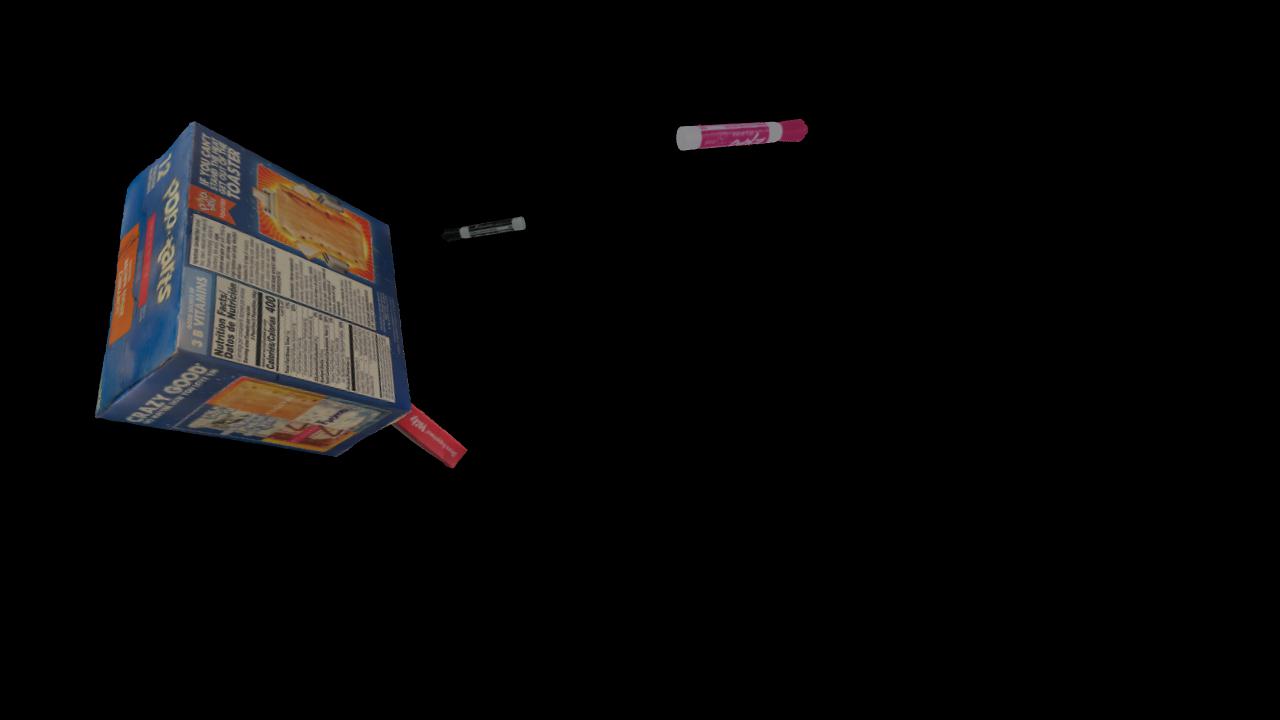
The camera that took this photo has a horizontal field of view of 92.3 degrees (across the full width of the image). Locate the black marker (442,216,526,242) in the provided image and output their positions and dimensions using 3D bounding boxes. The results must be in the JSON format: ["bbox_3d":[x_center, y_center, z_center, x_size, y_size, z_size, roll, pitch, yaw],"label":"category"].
[{"bbox_3d":[-0.225,-0.187,0.883,0.121,0.020,0.020,-8,-1,4],"label":"black marker"}]

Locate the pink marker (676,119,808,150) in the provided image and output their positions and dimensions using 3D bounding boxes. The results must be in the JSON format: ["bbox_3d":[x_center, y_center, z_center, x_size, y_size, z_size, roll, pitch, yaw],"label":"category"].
[{"bbox_3d":[0.089,-0.192,0.524,0.121,0.020,0.020,-11,3,-18],"label":"pink marker"}]

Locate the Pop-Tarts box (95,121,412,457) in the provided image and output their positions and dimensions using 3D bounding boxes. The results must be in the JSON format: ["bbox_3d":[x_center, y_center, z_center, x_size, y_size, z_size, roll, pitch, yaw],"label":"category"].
[{"bbox_3d":[-0.238,-0.037,0.396,0.083,0.167,0.141,-30,-29,20],"label":"Pop-Tarts box"}]

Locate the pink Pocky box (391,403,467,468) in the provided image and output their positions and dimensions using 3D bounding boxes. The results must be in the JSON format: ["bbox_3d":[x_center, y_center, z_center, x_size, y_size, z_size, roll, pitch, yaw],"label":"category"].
[{"bbox_3d":[-0.261,0.076,0.712,0.084,0.029,0.155,48,-22,-26],"label":"pink Pocky box"}]
